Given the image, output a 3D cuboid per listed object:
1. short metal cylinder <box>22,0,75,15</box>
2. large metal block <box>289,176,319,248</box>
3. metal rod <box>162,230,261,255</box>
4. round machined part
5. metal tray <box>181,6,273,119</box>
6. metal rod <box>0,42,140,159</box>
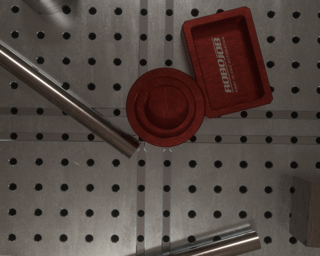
[{"bbox_3d":[-0.152,-0.195,0.399,0.081,0.050,0.079,0,90,-1],"label":"short metal cylinder"},{"bbox_3d":[0.222,0.109,0.404,0.081,0.050,0.079,5,90,-1],"label":"large metal block"},{"bbox_3d":[-0.015,0.190,0.413,0.302,0.025,0.025,-16,90,-1],"label":"metal rod"},{"bbox_3d":[0.010,-0.027,0.398,0.098,0.042,0.097,1,96,11],"label":"round machined part"},{"bbox_3d":[0.087,-0.084,0.411,0.091,0.030,0.129,-14,90,-1],"label":"metal tray"},{"bbox_3d":[-0.155,-0.057,0.411,0.301,0.025,0.025,36,90,-1],"label":"metal rod"}]
